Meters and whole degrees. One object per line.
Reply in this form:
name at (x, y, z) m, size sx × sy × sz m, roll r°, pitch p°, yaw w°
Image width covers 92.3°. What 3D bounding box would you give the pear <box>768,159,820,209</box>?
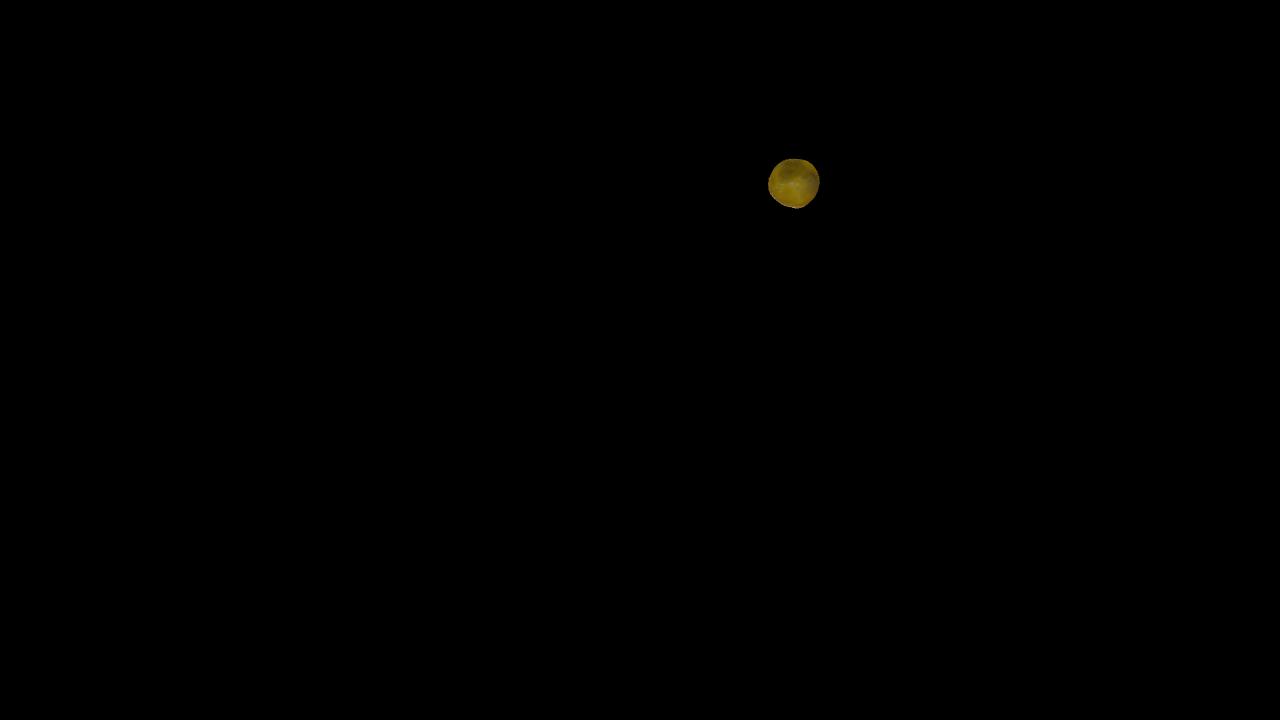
pear at (0.256, -0.272, 0.999) m, size 0.080 × 0.080 × 0.111 m, roll 0°, pitch -23°, yaw 31°
